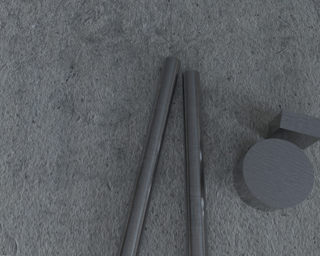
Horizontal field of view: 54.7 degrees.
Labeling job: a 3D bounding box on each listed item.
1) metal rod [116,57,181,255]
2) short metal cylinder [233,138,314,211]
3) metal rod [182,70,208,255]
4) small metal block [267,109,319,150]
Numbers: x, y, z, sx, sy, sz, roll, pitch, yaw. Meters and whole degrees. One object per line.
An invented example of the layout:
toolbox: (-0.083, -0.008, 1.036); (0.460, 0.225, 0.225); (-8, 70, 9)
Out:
metal rod: (-0.013, 0.042, 0.392); (0.025, 0.025, 0.299); (11, 70, 4)
short metal cylinder: (0.134, 0.058, 0.374); (0.081, 0.050, 0.080); (0, 70, 0)
metal rod: (0.043, 0.065, 0.384); (0.025, 0.025, 0.299); (0, 70, 0)
small metal block: (0.171, 0.003, 0.395); (0.050, 0.050, 0.025); (15, 71, 5)
